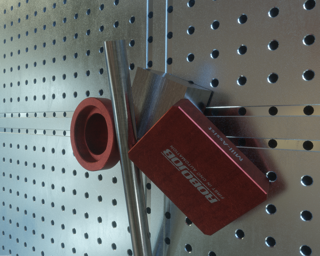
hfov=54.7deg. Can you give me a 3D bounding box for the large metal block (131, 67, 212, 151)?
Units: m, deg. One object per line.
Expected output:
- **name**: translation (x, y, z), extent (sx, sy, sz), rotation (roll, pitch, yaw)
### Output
- **large metal block**: translation (0.005, -0.023, 0.384), extent (0.080, 0.050, 0.079), rotation (29, 108, 36)

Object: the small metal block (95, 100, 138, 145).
- **small metal block**: translation (-0.065, -0.007, 0.459), extent (0.050, 0.025, 0.050), rotation (-28, 73, 36)

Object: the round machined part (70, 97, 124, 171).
- **round machined part**: translation (-0.077, 0.008, 0.422), extent (0.098, 0.042, 0.097), rotation (1, 91, 43)

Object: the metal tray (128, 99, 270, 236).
- **metal tray**: translation (0.040, 0.044, 0.336), extent (0.130, 0.030, 0.090), rotation (45, 121, 2)

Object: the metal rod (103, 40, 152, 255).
- **metal rod**: translation (-0.036, 0.046, 0.382), extent (0.025, 0.025, 0.298), rotation (8, 111, 39)
